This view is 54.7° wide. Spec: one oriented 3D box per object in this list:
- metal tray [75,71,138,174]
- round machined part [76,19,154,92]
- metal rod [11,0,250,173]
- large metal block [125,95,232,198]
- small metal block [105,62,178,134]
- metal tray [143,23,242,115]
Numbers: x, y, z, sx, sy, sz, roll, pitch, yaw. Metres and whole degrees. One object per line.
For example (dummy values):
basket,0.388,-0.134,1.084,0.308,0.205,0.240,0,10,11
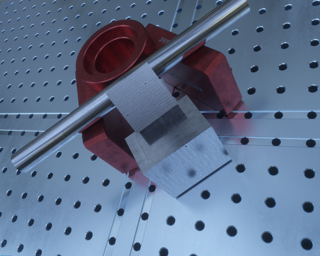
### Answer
metal tray,-0.068,-0.015,0.409,0.030,0.090,0.130,-26,53,12
round machined part,-0.051,-0.084,0.386,0.098,0.042,0.098,-13,56,20
metal rod,-0.035,-0.046,0.338,0.300,0.025,0.025,-35,52,4
large metal block,0.022,0.024,0.342,0.080,0.080,0.050,-36,52,4
small metal block,-0.018,-0.030,0.314,0.050,0.050,0.025,-37,7,3
metal tray,0.035,-0.075,0.392,0.130,0.090,0.030,36,83,38
